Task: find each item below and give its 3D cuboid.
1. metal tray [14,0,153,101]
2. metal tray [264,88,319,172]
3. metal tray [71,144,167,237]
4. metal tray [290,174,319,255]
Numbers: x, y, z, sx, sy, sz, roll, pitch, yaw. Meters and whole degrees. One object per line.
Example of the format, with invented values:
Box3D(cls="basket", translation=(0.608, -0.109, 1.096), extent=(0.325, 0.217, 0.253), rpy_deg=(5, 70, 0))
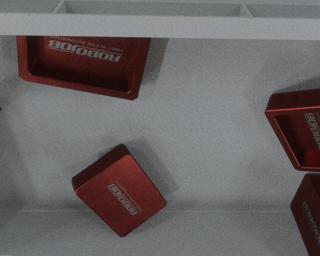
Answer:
Box3D(cls="metal tray", translation=(-0.080, -0.084, 0.332), extent=(0.131, 0.030, 0.089), rpy_deg=(10, 130, -9))
Box3D(cls="metal tray", translation=(0.200, 0.008, 0.388), extent=(0.090, 0.030, 0.130), rpy_deg=(-4, 138, 42))
Box3D(cls="metal tray", translation=(-0.057, 0.097, 0.463), extent=(0.090, 0.030, 0.130), rpy_deg=(-36, 126, -6))
Box3D(cls="metal tray", translation=(0.245, 0.145, 0.468), extent=(0.030, 0.130, 0.089), rpy_deg=(1, 130, -1))
